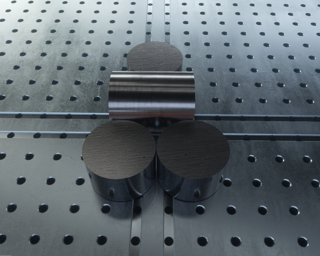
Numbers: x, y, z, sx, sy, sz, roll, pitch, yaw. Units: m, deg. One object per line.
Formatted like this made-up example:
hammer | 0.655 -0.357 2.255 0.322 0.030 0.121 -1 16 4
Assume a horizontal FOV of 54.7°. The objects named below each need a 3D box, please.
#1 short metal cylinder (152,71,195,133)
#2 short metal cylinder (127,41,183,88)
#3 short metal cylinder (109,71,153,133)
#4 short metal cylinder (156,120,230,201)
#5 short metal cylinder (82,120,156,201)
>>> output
short metal cylinder | 0.016 -0.033 0.400 0.050 0.080 0.080 0 50 0
short metal cylinder | -0.007 -0.085 0.462 0.081 0.050 0.080 0 50 0
short metal cylinder | -0.035 -0.033 0.400 0.050 0.080 0.080 0 50 0
short metal cylinder | 0.036 0.037 0.359 0.081 0.050 0.080 0 50 0
short metal cylinder | -0.045 0.037 0.358 0.081 0.050 0.080 0 50 0
